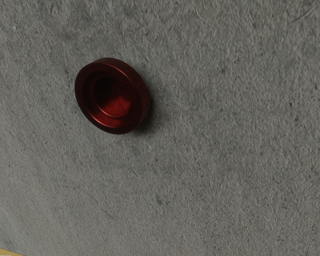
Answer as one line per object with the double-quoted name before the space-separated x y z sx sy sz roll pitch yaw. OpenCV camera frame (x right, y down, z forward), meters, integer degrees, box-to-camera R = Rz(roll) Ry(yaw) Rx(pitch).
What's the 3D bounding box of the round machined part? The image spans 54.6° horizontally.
"round machined part" -0.057 -0.044 0.400 0.098 0.042 0.097 13 124 21
